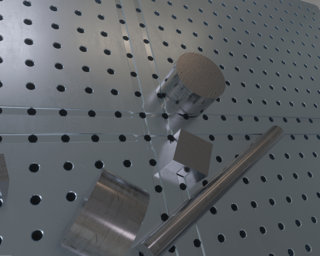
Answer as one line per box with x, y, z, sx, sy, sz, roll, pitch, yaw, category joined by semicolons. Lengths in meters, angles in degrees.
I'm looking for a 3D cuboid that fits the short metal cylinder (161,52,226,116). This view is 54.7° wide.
0.048;-0.064;0.458;0.081;0.050;0.080;14;56;-21;short metal cylinder

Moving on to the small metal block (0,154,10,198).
-0.164;0.049;0.274;0.050;0.050;0.025;-10;67;-33;small metal block

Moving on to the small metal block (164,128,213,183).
0.038;0.036;0.407;0.050;0.025;0.050;26;53;-12;small metal block

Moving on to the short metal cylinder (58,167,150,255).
-0.052;0.085;0.293;0.050;0.080;0.080;31;52;-9;short metal cylinder

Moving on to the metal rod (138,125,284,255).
0.089;0.069;0.413;0.302;0.025;0.025;-31;79;-38;metal rod
